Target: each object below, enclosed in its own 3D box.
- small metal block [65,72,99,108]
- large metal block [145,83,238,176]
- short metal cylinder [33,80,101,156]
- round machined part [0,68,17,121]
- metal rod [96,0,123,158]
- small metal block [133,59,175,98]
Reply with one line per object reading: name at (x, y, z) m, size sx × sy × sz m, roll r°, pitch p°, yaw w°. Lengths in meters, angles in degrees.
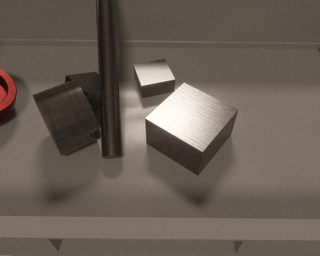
small metal block at (-0.099, -0.054, 0.438) m, size 0.050 × 0.025 × 0.050 m, roll 38°, pitch 36°, yaw 27°
large metal block at (0.039, -0.001, 0.390) m, size 0.080 × 0.050 × 0.080 m, roll 31°, pitch 56°, yaw 23°
short metal cylinder at (-0.113, -0.013, 0.378) m, size 0.050 × 0.080 × 0.080 m, roll -26°, pitch 55°, yaw -20°
round machined part at (-0.246, -0.041, 0.410) m, size 0.099 × 0.042 × 0.098 m, roll 18°, pitch 46°, yaw -19°
metal rod at (-0.070, -0.109, 0.411) m, size 0.025 × 0.025 × 0.299 m, roll -4°, pitch 77°, yaw -4°
small metal block at (-0.009, -0.075, 0.468) m, size 0.050 × 0.025 × 0.050 m, roll -13°, pitch 51°, yaw -11°
